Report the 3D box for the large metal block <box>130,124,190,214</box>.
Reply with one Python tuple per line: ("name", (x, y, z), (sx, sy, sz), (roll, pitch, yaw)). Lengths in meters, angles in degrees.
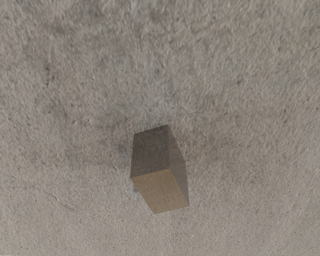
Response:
("large metal block", (0.001, 0.056, 0.419), (0.050, 0.080, 0.080), (-16, 129, 13))
